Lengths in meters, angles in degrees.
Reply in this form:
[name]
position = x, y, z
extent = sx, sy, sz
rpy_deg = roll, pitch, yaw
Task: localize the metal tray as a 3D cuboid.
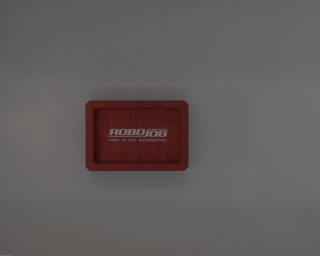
[metal tray]
position = -0.029, 0.010, 0.408
extent = 0.131, 0.030, 0.090
rpy_deg = 0, 90, 0
